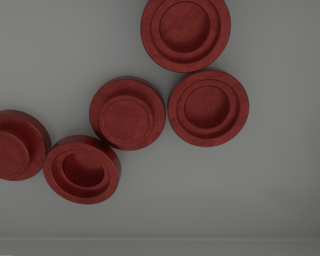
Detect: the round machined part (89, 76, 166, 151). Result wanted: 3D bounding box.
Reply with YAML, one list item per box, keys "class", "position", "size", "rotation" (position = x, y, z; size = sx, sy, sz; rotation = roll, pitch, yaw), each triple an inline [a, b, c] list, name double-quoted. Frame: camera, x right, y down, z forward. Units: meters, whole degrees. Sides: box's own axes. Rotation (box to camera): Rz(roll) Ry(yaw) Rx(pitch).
- class: "round machined part"
  position: [-0.042, -0.014, 0.396]
  size: [0.099, 0.042, 0.097]
  rotation: [0, 110, -1]

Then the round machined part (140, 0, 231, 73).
- class: "round machined part"
  position: [0.028, -0.116, 0.354]
  size: [0.099, 0.042, 0.097]
  rotation: [-1, 120, -1]

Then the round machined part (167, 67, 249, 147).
- class: "round machined part"
  position: [0.058, -0.028, 0.393]
  size: [0.099, 0.042, 0.097]
  rotation: [0, 110, -1]

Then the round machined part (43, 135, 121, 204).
- class: "round machined part"
  position: [-0.100, 0.051, 0.414]
  size: [0.099, 0.042, 0.097]
  rotation: [2, 118, 5]

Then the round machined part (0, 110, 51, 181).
- class: "round machined part"
  position: [-0.200, 0.028, 0.410]
  size: [0.099, 0.042, 0.097]
  rotation: [0, 110, -1]
